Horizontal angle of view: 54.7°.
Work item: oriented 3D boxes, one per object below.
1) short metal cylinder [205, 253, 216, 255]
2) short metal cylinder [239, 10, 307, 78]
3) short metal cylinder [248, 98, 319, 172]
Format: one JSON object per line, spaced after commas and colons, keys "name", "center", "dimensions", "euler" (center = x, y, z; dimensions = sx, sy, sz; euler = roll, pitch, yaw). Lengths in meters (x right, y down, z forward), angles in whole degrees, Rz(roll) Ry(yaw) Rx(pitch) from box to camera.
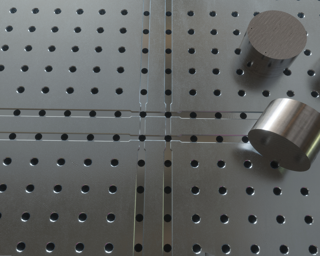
{"name": "short metal cylinder", "center": [0.079, 0.169, 0.322], "dimensions": [0.080, 0.080, 0.050], "euler": [18, 71, 6]}
{"name": "short metal cylinder", "center": [0.159, -0.119, 0.444], "dimensions": [0.081, 0.050, 0.080], "euler": [0, 70, 0]}
{"name": "short metal cylinder", "center": [0.157, 0.009, 0.381], "dimensions": [0.080, 0.080, 0.050], "euler": [36, 74, 12]}
